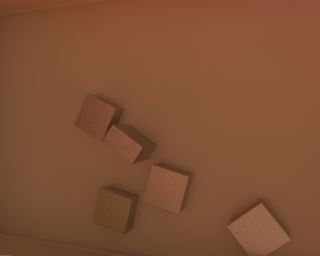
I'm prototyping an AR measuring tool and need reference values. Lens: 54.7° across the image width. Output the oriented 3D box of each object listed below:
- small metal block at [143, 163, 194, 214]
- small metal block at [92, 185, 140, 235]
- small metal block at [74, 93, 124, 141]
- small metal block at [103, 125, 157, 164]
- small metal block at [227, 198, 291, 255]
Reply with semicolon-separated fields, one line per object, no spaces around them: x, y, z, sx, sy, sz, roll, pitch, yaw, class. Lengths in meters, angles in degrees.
0.011;0.078;0.407;0.050;0.025;0.050;16;95;19;small metal block
-0.061;0.113;0.432;0.050;0.025;0.050;14;95;19;small metal block
-0.087;-0.015;0.441;0.050;0.025;0.050;28;99;17;small metal block
-0.038;0.020;0.411;0.050;0.050;0.025;36;102;16;small metal block
0.117;0.121;0.369;0.050;0.025;0.050;-41;77;15;small metal block
